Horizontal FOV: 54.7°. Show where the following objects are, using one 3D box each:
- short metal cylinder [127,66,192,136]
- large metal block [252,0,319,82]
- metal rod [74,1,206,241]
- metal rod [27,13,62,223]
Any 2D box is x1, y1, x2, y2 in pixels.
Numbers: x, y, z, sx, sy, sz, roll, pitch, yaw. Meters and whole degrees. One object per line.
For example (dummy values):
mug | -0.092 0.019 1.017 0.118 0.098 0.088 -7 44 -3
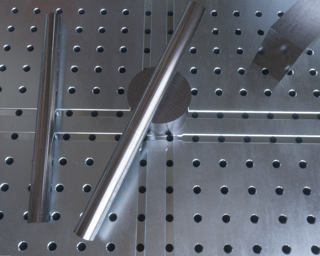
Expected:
short metal cylinder | -0.001 -0.034 0.411 0.081 0.050 0.080 0 70 0
large metal block | 0.184 -0.123 0.429 0.050 0.080 0.080 42 75 13
metal rod | -0.020 -0.014 0.363 0.025 0.025 0.299 25 83 8
metal rod | -0.153 -0.027 0.420 0.025 0.025 0.299 -3 70 -1
